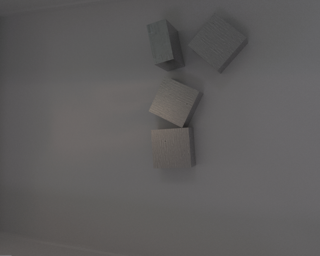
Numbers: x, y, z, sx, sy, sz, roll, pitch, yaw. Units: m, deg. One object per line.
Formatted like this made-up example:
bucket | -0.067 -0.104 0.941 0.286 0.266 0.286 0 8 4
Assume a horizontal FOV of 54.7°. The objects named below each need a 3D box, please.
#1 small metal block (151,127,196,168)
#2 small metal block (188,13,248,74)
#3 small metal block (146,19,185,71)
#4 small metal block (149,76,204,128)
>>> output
small metal block | 0.018 0.026 0.404 0.050 0.025 0.050 -4 89 20
small metal block | 0.072 -0.104 0.385 0.050 0.025 0.050 44 104 14
small metal block | 0.008 -0.103 0.394 0.025 0.050 0.050 -12 86 20
small metal block | 0.021 -0.034 0.403 0.050 0.025 0.050 27 99 18
